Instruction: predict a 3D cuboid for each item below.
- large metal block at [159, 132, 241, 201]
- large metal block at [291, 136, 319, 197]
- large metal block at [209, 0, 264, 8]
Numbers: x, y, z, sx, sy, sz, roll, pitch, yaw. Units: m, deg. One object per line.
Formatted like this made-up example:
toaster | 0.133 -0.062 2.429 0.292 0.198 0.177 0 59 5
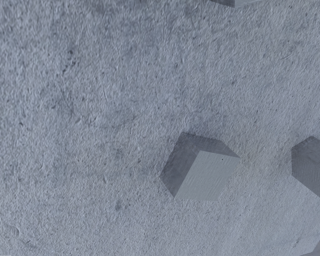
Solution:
large metal block | 0.058 0.059 0.459 0.081 0.050 0.080 13 112 -34
large metal block | 0.296 0.075 0.579 0.050 0.080 0.080 -28 128 -11
large metal block | 0.099 -0.183 0.331 0.081 0.050 0.080 -21 126 -16
